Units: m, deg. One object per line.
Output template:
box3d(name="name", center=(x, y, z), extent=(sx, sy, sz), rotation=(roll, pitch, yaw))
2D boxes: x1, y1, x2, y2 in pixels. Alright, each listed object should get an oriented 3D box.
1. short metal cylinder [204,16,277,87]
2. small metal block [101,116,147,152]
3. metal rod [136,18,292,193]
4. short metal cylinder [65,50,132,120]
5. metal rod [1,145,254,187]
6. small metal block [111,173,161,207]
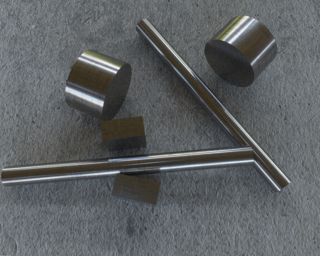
box3d(name="short metal cylinder", center=(0.107, -0.102, 0.417), extent=(0.080, 0.080, 0.050), rotation=(40, 75, 13))
box3d(name="small metal block", center=(-0.044, 0.009, 0.391), extent=(0.050, 0.050, 0.025), rotation=(-8, 71, -3))
box3d(name="metal rod", center=(0.063, -0.041, 0.423), extent=(0.025, 0.025, 0.300), rotation=(-35, 74, -12))
box3d(name="short metal cylinder", center=(-0.077, -0.054, 0.398), extent=(0.050, 0.080, 0.080), rotation=(23, 72, 8))
box3d(name="metal rod", center=(-0.040, 0.047, 0.380), extent=(0.302, 0.025, 0.025), rotation=(-5, 70, 2))
box3d(name="small metal block", center=(-0.026, 0.075, 0.367), extent=(0.050, 0.050, 0.025), rotation=(11, 73, 4))
